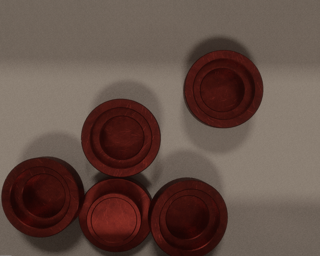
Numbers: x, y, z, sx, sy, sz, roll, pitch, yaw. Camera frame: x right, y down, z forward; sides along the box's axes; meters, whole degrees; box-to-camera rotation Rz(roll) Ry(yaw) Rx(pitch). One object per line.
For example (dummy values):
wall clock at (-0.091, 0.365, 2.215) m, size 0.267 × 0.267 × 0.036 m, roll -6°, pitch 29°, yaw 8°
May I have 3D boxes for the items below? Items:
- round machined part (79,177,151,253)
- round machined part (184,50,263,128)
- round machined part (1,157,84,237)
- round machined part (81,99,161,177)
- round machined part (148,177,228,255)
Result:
round machined part at (-0.057, 0.114, 0.402) m, size 0.099 × 0.042 × 0.097 m, roll 0°, pitch 90°, yaw -1°
round machined part at (0.079, -0.048, 0.404) m, size 0.099 × 0.042 × 0.097 m, roll 0°, pitch 90°, yaw -1°
round machined part at (-0.145, 0.085, 0.398) m, size 0.099 × 0.042 × 0.097 m, roll 0°, pitch 89°, yaw 5°
round machined part at (-0.048, 0.012, 0.402) m, size 0.099 × 0.042 × 0.097 m, roll 0°, pitch 90°, yaw -1°
round machined part at (0.033, 0.112, 0.398) m, size 0.099 × 0.042 × 0.097 m, roll 0°, pitch 91°, yaw -11°
